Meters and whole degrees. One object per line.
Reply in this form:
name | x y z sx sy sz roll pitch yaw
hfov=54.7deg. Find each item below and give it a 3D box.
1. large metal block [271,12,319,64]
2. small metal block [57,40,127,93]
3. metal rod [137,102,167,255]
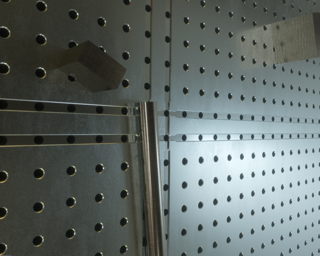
large metal block | 0.270 -0.172 0.599 0.050 0.080 0.079 -17 101 -39
small metal block | -0.073 -0.063 0.331 0.050 0.050 0.025 34 69 -35
metal rod | -0.007 0.116 0.403 0.025 0.025 0.298 -6 94 -40
